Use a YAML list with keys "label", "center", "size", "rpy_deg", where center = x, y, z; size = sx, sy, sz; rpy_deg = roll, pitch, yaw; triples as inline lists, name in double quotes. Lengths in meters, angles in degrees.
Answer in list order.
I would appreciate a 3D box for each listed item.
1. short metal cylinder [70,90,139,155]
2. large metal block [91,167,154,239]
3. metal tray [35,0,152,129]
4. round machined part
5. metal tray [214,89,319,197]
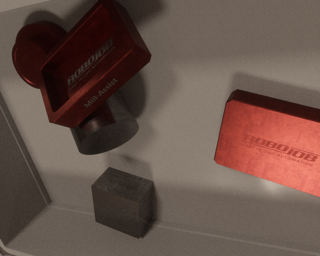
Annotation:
- label: "short metal cylinder"
  center: [-0.074, -0.007, 0.397]
  size: [0.080, 0.081, 0.050]
  rpy_deg: [-44, 64, 39]
- label: "large metal block"
  center: [-0.058, 0.118, 0.494]
  size: [0.080, 0.050, 0.079]
  rpy_deg: [15, 124, 19]
- label: "metal tray"
  center: [-0.080, -0.072, 0.346]
  size: [0.130, 0.030, 0.090]
  rpy_deg: [-38, 59, 20]
- label: "round machined part"
  center: [-0.160, -0.092, 0.423]
  size: [0.098, 0.042, 0.097]
  rpy_deg: [13, 124, 20]
- label: "metal tray"
  center: [0.133, 0.017, 0.345]
  size: [0.130, 0.030, 0.089]
  rpy_deg: [17, 125, 18]
